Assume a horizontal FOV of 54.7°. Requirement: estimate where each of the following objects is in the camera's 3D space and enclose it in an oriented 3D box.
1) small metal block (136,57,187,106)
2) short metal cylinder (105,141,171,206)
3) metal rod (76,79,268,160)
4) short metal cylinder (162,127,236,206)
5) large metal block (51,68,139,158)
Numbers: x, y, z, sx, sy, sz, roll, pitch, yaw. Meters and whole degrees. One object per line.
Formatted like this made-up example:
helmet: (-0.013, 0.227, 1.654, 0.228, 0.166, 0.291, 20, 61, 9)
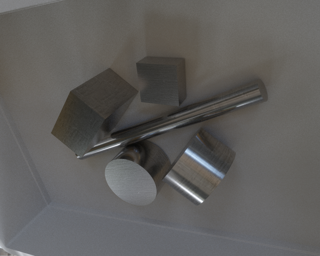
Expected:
small metal block: (0.003, -0.056, 0.369, 0.050, 0.025, 0.050, 8, 122, 23)
short metal cylinder: (-0.031, 0.064, 0.444, 0.080, 0.050, 0.079, 13, 124, 20)
metal rod: (-0.009, -0.001, 0.410, 0.300, 0.025, 0.025, -19, 109, 35)
short metal cylinder: (0.046, 0.046, 0.375, 0.050, 0.080, 0.079, 37, 129, 3)
large metal block: (-0.084, -0.021, 0.402, 0.050, 0.080, 0.080, 40, 129, 1)
